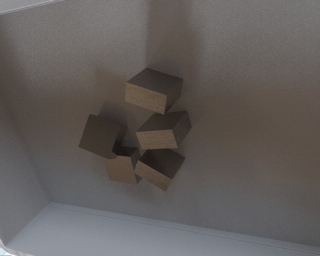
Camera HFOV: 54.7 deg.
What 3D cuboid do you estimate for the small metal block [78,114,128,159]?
[{"bbox_3d":[-0.081,0.012,0.442,0.050,0.025,0.050,20,92,16],"label":"small metal block"}]

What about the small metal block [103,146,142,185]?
[{"bbox_3d":[-0.055,0.055,0.470,0.050,0.025,0.050,3,120,26],"label":"small metal block"}]

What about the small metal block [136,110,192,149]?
[{"bbox_3d":[0.006,0.002,0.390,0.050,0.050,0.025,-5,116,30],"label":"small metal block"}]

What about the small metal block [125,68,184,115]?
[{"bbox_3d":[-0.006,-0.045,0.367,0.050,0.050,0.025,20,126,16],"label":"small metal block"}]

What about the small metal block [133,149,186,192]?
[{"bbox_3d":[0.000,0.051,0.422,0.050,0.050,0.025,29,128,9],"label":"small metal block"}]
